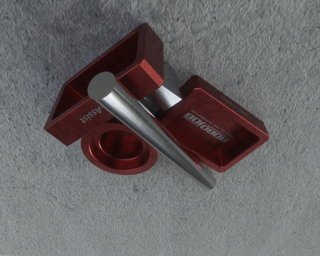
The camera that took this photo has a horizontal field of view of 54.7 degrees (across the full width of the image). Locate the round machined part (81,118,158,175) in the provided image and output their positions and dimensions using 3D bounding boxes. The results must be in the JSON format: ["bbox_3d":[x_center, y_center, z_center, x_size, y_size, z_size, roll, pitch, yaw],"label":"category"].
[{"bbox_3d":[-0.049,0.015,0.405,0.099,0.042,0.097,4,134,4],"label":"round machined part"}]

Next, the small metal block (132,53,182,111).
[{"bbox_3d":[-0.006,-0.054,0.340,0.025,0.050,0.050,-34,137,28],"label":"small metal block"}]

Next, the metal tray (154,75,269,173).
[{"bbox_3d":[0.065,0.000,0.407,0.131,0.030,0.090,31,124,-24],"label":"metal tray"}]

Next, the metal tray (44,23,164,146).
[{"bbox_3d":[-0.057,-0.046,0.325,0.130,0.090,0.030,-30,124,22],"label":"metal tray"}]

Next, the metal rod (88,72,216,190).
[{"bbox_3d":[0.016,0.026,0.361,0.025,0.025,0.300,-21,149,16],"label":"metal rod"}]
